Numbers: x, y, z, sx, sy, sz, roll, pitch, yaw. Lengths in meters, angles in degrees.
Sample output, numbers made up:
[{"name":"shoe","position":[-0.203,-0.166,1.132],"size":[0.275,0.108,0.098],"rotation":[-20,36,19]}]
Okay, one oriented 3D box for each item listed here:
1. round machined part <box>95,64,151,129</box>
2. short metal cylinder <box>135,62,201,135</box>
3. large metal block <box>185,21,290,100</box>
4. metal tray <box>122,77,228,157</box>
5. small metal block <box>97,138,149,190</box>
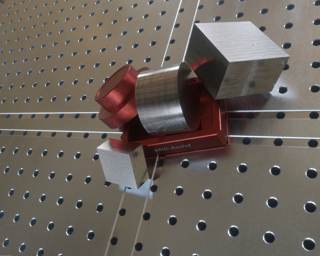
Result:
[{"name":"round machined part","position":[-0.051,-0.049,0.425],"size":[0.098,0.042,0.098],"rotation":[-36,26,21]},{"name":"short metal cylinder","position":[0.012,-0.033,0.366],"size":[0.050,0.080,0.080],"rotation":[-8,58,23]},{"name":"large metal block","position":[0.087,-0.083,0.367],"size":[0.081,0.050,0.080],"rotation":[-10,49,-22]},{"name":"metal tray","position":[0.017,-0.014,0.402],"size":[0.130,0.030,0.090],"rotation":[-10,57,22]},{"name":"small metal block","position":[-0.045,0.043,0.381],"size":[0.050,0.050,0.025],"rotation":[8,31,32]}]
